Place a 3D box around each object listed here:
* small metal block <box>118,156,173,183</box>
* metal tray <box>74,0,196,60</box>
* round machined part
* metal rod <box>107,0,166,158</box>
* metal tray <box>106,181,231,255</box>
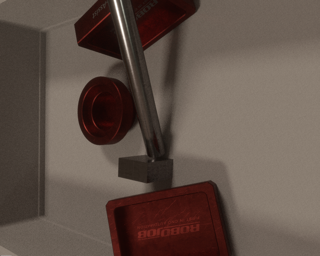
[{"bbox_3d":[-0.018,0.052,0.404,0.050,0.050,0.025,4,93,39],"label":"small metal block"},{"bbox_3d":[-0.033,-0.137,0.387,0.130,0.091,0.030,-27,68,36],"label":"metal tray"},{"bbox_3d":[-0.074,-0.024,0.454,0.098,0.042,0.097,0,90,39],"label":"round machined part"},{"bbox_3d":[-0.033,-0.095,0.340,0.025,0.025,0.298,14,128,39],"label":"metal rod"},{"bbox_3d":[0.008,0.118,0.361,0.130,0.030,0.090,-14,80,13],"label":"metal tray"}]
